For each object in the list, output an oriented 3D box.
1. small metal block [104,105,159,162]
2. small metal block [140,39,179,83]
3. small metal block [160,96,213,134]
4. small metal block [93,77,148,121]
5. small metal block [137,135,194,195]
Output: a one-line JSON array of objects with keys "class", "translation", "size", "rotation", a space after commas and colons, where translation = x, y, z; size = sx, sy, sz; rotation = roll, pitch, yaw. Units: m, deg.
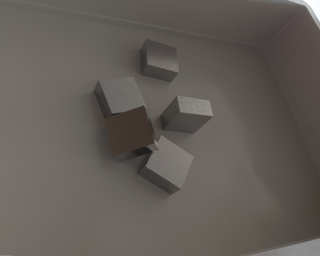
[{"class": "small metal block", "translation": [-0.033, 0.007, 0.368], "size": [0.050, 0.025, 0.050], "rotation": [-18, 66, 4]}, {"class": "small metal block", "translation": [-0.002, -0.101, 0.468], "size": [0.050, 0.025, 0.050], "rotation": [11, 57, -23]}, {"class": "small metal block", "translation": [0.035, -0.017, 0.421], "size": [0.050, 0.050, 0.025], "rotation": [6, 60, -26]}, {"class": "small metal block", "translation": [-0.051, -0.037, 0.402], "size": [0.050, 0.025, 0.050], "rotation": [-11, 68, -33]}, {"class": "small metal block", "translation": [0.008, 0.046, 0.383], "size": [0.050, 0.025, 0.050], "rotation": [34, 51, -8]}]
